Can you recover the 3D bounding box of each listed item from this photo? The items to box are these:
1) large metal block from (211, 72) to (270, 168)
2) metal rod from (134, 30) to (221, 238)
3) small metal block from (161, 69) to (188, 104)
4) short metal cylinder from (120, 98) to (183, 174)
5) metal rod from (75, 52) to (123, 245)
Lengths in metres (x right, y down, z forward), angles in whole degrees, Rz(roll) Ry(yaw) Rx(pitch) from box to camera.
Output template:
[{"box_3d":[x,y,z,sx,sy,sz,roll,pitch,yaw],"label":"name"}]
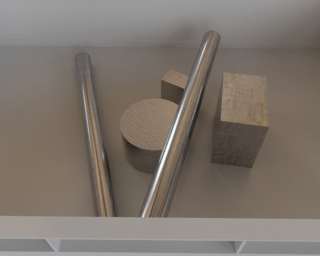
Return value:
[{"box_3d":[0.095,-0.009,0.378,0.050,0.080,0.080,8,51,6],"label":"large metal block"},{"box_3d":[0.033,-0.021,0.358,0.025,0.025,0.300,13,51,10],"label":"metal rod"},{"box_3d":[0.030,-0.047,0.428,0.050,0.050,0.025,25,54,19],"label":"small metal block"},{"box_3d":[-0.006,0.009,0.381,0.081,0.050,0.080,0,50,0],"label":"short metal cylinder"},{"box_3d":[-0.087,0.000,0.403,0.025,0.025,0.300,-11,51,-9],"label":"metal rod"}]
